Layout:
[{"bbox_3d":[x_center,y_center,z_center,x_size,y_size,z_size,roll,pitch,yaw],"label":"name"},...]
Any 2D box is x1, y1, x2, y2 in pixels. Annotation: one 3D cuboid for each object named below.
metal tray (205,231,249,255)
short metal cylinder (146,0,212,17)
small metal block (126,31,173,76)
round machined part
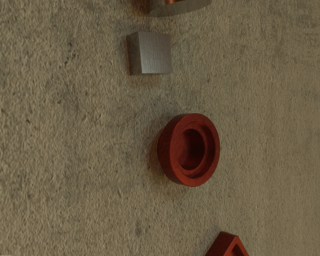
[{"bbox_3d":[0.115,0.245,0.501,0.090,0.030,0.130,-45,117,-31],"label":"metal tray"},{"bbox_3d":[0.021,-0.176,0.388,0.081,0.080,0.050,-18,102,-39],"label":"short metal cylinder"},{"bbox_3d":[-0.013,-0.094,0.396,0.050,0.025,0.050,-9,96,-40],"label":"small metal block"},{"bbox_3d":[0.035,0.029,0.426,0.099,0.042,0.097,0,90,-40],"label":"round machined part"}]
